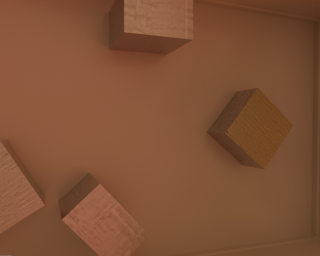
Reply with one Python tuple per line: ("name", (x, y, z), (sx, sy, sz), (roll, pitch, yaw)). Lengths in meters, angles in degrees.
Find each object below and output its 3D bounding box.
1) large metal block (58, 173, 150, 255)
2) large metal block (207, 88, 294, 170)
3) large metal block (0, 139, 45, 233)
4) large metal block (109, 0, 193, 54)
("large metal block", (-0.068, 0.103, 0.357), (0.050, 0.080, 0.080), (-44, 104, -15))
("large metal block", (0.130, 0.001, 0.447), (0.080, 0.050, 0.080), (41, 77, -16))
("large metal block", (-0.182, 0.068, 0.330), (0.080, 0.050, 0.080), (-33, 101, -17))
("large metal block", (-0.014, -0.126, 0.377), (0.081, 0.080, 0.050), (0, 90, -20))
